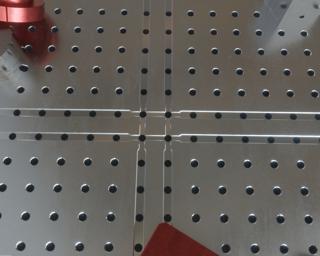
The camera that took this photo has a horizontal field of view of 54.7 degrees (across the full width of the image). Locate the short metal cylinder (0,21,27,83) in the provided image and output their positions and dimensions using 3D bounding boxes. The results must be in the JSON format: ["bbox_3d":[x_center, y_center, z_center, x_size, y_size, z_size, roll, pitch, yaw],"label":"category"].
[{"bbox_3d":[-0.238,-0.110,0.436,0.081,0.050,0.080,0,70,0],"label":"short metal cylinder"}]

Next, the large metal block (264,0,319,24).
[{"bbox_3d":[0.217,-0.213,0.463,0.080,0.080,0.050,-20,72,-7],"label":"large metal block"}]

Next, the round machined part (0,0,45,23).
[{"bbox_3d":[-0.216,-0.186,0.441,0.099,0.042,0.098,9,31,-6],"label":"round machined part"}]

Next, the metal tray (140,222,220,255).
[{"bbox_3d":[0.034,0.178,0.345,0.130,0.030,0.090,30,72,10],"label":"metal tray"}]
